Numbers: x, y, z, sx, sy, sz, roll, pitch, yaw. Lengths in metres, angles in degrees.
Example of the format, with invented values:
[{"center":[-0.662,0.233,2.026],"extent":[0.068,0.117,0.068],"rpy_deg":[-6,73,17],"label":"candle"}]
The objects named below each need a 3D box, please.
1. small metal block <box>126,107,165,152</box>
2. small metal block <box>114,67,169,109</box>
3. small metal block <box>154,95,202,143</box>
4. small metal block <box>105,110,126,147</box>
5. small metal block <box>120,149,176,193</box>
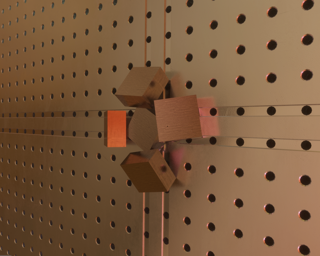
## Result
[{"center":[-0.014,0.000,0.419],"extent":[0.050,0.025,0.050],"rpy_deg":[38,113,33],"label":"small metal block"},{"center":[-0.024,-0.054,0.411],"extent":[0.050,0.025,0.050],"rpy_deg":[8,59,39],"label":"small metal block"},{"center":[0.022,-0.010,0.374],"extent":[0.050,0.025,0.050],"rpy_deg":[-8,84,4],"label":"small metal block"},{"center":[-0.065,0.001,0.446],"extent":[0.050,0.025,0.050],"rpy_deg":[180,90,-74],"label":"small metal block"},{"center":[-0.015,0.057,0.404],"extent":[0.050,0.025,0.050],"rpy_deg":[-11,119,39],"label":"small metal block"}]
